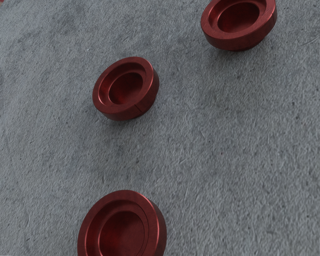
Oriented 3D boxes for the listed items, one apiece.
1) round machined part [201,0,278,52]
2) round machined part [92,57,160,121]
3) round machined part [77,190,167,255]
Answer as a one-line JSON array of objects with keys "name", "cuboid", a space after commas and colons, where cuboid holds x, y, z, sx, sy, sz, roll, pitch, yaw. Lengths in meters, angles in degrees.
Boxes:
[{"name": "round machined part", "cuboid": [0.109, -0.144, 0.424, 0.098, 0.042, 0.098, -13, 56, 21]}, {"name": "round machined part", "cuboid": [-0.045, -0.052, 0.449, 0.098, 0.042, 0.098, -13, 56, 21]}, {"name": "round machined part", "cuboid": [-0.037, 0.121, 0.338, 0.098, 0.042, 0.098, -13, 56, 21]}]
